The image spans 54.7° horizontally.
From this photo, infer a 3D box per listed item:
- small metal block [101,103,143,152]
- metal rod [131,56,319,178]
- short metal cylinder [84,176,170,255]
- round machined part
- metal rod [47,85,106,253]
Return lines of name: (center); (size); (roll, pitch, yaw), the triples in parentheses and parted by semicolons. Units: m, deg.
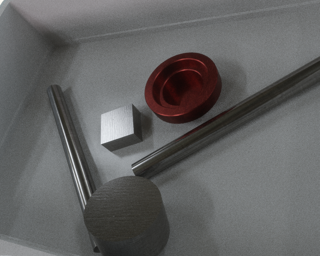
small metal block: (-0.054, 0.000, 0.433); (0.050, 0.025, 0.050); (-18, 55, 17)
metal rod: (0.100, -0.019, 0.364); (0.300, 0.025, 0.025); (-30, 52, 8)
short metal cylinder: (-0.033, 0.097, 0.328); (0.080, 0.050, 0.080); (-8, 38, 6)
round machined part: (0.033, -0.048, 0.406); (0.098, 0.042, 0.098); (-13, 56, 20)
metal rod: (-0.124, 0.035, 0.447); (0.025, 0.025, 0.300); (-35, 51, 5)
